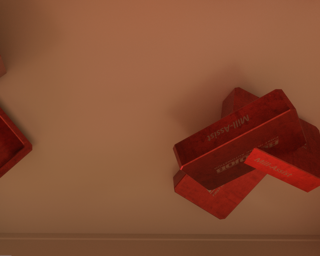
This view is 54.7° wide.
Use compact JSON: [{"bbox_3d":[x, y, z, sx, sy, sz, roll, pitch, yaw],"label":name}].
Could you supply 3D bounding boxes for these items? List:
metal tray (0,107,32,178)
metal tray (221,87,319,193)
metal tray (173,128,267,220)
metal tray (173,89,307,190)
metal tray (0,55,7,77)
[{"bbox_3d":[-0.229,0.003,0.371,0.030,0.090,0.130,-23,110,30],"label":"metal tray"},{"bbox_3d":[0.138,0.013,0.381,0.131,0.090,0.030,25,137,-10],"label":"metal tray"},{"bbox_3d":[0.091,0.056,0.431,0.090,0.030,0.129,34,106,-12],"label":"metal tray"},{"bbox_3d":[0.092,0.019,0.353,0.130,0.030,0.090,-30,142,15],"label":"metal tray"},{"bbox_3d":[-0.206,-0.092,0.319,0.030,0.130,0.090,-43,108,-17],"label":"metal tray"}]
